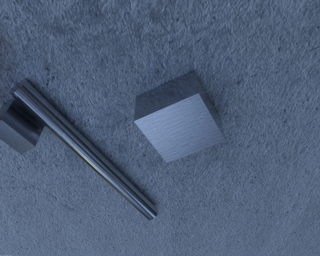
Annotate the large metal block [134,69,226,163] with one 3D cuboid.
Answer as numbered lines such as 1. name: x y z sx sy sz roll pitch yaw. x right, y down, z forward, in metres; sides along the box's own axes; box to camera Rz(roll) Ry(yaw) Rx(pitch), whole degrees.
1. large metal block: 0.025 -0.012 0.381 0.080 0.050 0.080 -23 127 18

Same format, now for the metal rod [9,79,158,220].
1. metal rod: -0.090 0.049 0.447 0.025 0.025 0.300 -25 126 19

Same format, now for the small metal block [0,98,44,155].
1. small metal block: -0.175 -0.004 0.385 0.025 0.050 0.050 -26 126 20
